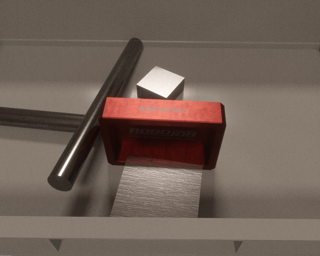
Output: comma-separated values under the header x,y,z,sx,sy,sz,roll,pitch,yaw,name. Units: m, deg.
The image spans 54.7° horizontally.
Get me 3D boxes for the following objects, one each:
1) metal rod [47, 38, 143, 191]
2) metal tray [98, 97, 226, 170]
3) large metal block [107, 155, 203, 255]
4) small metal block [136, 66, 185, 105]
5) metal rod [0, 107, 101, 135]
x,y,z,sx,sy,sz,roll,pitch,yaw,name
-0.070,-0.043,0.413,0.025,0.025,0.300,9,42,7,metal rod
0.003,0.009,0.355,0.131,0.089,0.030,3,50,2,metal tray
-0.002,0.080,0.322,0.080,0.050,0.080,8,50,6,large metal block
0.001,-0.060,0.455,0.050,0.025,0.050,26,55,20,small metal block
-0.101,-0.005,0.408,0.302,0.025,0.025,5,50,4,metal rod
